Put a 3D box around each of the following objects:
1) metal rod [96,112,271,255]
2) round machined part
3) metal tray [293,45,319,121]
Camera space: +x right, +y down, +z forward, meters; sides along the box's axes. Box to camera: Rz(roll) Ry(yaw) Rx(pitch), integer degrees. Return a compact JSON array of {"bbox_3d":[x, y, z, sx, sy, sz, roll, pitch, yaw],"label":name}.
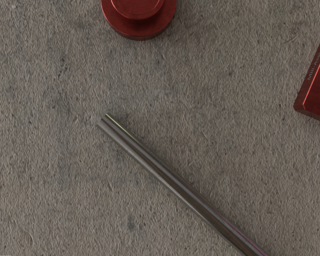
[{"bbox_3d":[0.037,0.088,0.410,0.300,0.025,0.025,42,90,-1],"label":"metal rod"},{"bbox_3d":[-0.028,-0.167,0.401,0.099,0.042,0.097,0,90,-1],"label":"round machined part"},{"bbox_3d":[0.248,-0.068,0.411,0.090,0.030,0.129,23,90,-1],"label":"metal tray"}]
